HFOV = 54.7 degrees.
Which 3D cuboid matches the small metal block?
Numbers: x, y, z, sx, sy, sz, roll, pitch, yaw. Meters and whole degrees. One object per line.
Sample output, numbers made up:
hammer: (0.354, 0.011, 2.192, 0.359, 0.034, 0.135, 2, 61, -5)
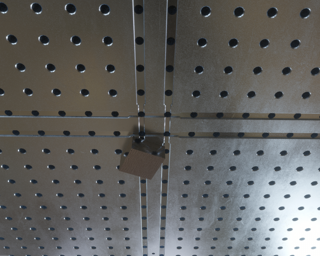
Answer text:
small metal block: (-0.026, 0.044, 0.449, 0.050, 0.025, 0.050, 19, 128, -16)
